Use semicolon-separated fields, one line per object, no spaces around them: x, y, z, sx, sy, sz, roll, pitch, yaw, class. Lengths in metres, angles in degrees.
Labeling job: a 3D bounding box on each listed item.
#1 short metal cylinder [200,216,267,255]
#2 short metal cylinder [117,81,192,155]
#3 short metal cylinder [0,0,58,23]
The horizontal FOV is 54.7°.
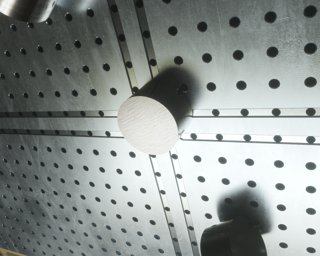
0.102;0.168;0.425;0.050;0.080;0.080;-35;99;38;short metal cylinder
-0.006;-0.013;0.389;0.080;0.050;0.079;13;124;20;short metal cylinder
-0.154;-0.168;0.351;0.080;0.080;0.050;47;129;-5;short metal cylinder
